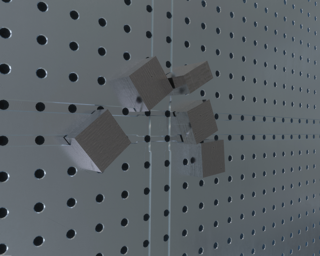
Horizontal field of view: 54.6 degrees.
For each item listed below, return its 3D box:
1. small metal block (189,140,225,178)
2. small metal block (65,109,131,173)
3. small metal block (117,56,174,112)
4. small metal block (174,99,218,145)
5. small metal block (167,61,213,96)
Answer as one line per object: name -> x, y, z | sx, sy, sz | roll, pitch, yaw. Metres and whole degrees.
small metal block -> 0.071, 0.045, 0.468 | 0.050, 0.025, 0.050 | -6, 94, -40
small metal block -> -0.069, 0.014, 0.351 | 0.050, 0.025, 0.050 | -47, 118, -30
small metal block -> -0.017, -0.056, 0.393 | 0.050, 0.025, 0.050 | -44, 117, -31
small metal block -> 0.054, -0.009, 0.453 | 0.050, 0.025, 0.050 | -29, 108, -36
small metal block -> 0.035, -0.067, 0.421 | 0.050, 0.050, 0.025 | -36, 112, -34
